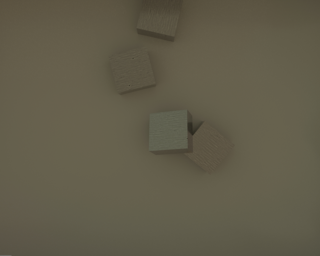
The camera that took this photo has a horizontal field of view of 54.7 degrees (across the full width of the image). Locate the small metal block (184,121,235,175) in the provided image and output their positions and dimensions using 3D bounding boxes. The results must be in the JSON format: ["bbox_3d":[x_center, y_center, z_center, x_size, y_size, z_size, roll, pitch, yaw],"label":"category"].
[{"bbox_3d":[0.062,0.026,0.412,0.050,0.025,0.050,39,90,-1],"label":"small metal block"}]

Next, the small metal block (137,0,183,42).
[{"bbox_3d":[0.000,-0.147,0.411,0.050,0.025,0.050,13,90,-1],"label":"small metal block"}]

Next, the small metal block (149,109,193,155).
[{"bbox_3d":[0.014,0.006,0.397,0.050,0.025,0.050,-5,72,19],"label":"small metal block"}]

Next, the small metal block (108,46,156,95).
[{"bbox_3d":[-0.036,-0.075,0.411,0.050,0.025,0.050,-14,90,-1],"label":"small metal block"}]
